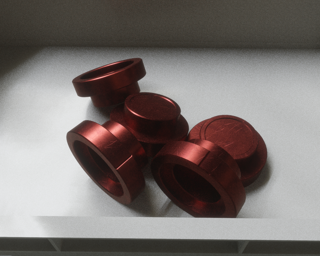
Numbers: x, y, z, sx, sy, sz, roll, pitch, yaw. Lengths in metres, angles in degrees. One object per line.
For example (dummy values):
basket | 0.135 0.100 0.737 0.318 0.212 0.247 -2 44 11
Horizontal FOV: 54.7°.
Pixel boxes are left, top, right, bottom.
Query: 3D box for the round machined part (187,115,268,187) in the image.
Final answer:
round machined part | 0.081 0.022 0.376 0.099 0.042 0.098 0 50 0

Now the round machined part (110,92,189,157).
round machined part | -0.012 -0.011 0.382 0.099 0.042 0.098 9 32 -6

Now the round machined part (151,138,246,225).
round machined part | 0.042 0.049 0.316 0.098 0.097 0.042 29 56 22

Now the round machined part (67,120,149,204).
round machined part | -0.051 0.031 0.331 0.098 0.097 0.042 34 58 25

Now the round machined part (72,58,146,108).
round machined part | -0.066 -0.060 0.426 0.098 0.042 0.098 -15 21 6
